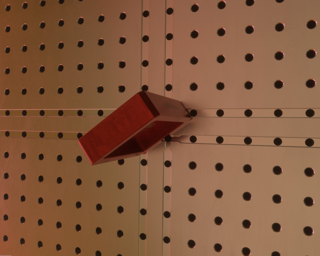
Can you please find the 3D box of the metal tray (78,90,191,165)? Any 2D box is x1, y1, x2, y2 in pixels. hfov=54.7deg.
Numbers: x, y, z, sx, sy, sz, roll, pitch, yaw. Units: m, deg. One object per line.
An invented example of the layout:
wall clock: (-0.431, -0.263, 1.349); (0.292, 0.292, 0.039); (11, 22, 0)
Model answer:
metal tray: (-0.022, 0.001, 0.364); (0.090, 0.130, 0.030); (-36, 78, 16)
